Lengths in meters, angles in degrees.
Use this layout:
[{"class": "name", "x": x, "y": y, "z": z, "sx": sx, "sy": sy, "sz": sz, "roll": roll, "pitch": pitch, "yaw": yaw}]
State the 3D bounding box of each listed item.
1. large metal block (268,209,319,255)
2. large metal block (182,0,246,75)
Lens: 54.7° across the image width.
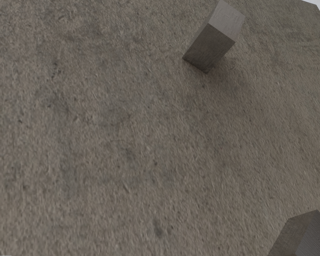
[{"class": "large metal block", "x": 0.195, "y": 0.166, "z": 0.394, "sx": 0.080, "sy": 0.050, "sz": 0.081, "roll": 49, "pitch": 51, "yaw": 6}, {"class": "large metal block", "x": 0.088, "y": -0.149, "z": 0.509, "sx": 0.050, "sy": 0.080, "sz": 0.080, "roll": 32, "pitch": 51, "yaw": -8}]
